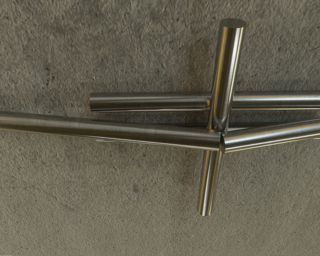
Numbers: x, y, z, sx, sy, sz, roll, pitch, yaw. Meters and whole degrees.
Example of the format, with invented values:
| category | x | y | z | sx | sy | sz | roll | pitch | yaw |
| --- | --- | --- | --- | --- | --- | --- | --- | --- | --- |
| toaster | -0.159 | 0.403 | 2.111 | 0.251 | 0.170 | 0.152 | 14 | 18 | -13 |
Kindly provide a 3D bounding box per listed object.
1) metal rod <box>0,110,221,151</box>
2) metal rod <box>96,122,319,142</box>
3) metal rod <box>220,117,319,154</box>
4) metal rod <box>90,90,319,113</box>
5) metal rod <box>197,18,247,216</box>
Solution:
| category | x | y | z | sx | sy | sz | roll | pitch | yaw |
| --- | --- | --- | --- | --- | --- | --- | --- | --- | --- |
| metal rod | -0.080 | 0.001 | 0.375 | 0.302 | 0.025 | 0.025 | 5 | 131 | 7 |
| metal rod | 0.067 | 0.005 | 0.413 | 0.302 | 0.025 | 0.025 | -1 | 130 | 0 |
| metal rod | 0.220 | -0.005 | 0.375 | 0.302 | 0.025 | 0.025 | -9 | 131 | -6 |
| metal rod | 0.067 | -0.033 | 0.381 | 0.302 | 0.025 | 0.025 | -1 | 130 | 0 |
| metal rod | 0.070 | 0.014 | 0.389 | 0.025 | 0.025 | 0.298 | 0 | 130 | 0 |
